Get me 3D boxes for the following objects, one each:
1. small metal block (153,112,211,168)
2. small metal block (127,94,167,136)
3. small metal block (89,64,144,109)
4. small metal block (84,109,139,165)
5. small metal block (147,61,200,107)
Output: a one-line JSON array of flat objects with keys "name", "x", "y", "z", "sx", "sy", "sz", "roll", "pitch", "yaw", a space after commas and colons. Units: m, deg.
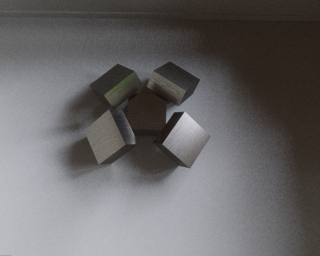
[{"name": "small metal block", "x": 0.028, "y": 0.015, "z": 0.390, "sx": 0.050, "sy": 0.025, "sz": 0.050, "roll": 42, "pitch": 72, "yaw": -22}, {"name": "small metal block", "x": -0.017, "y": -0.017, "z": 0.413, "sx": 0.050, "sy": 0.025, "sz": 0.050, "roll": 2, "pitch": 70, "yaw": 0}, {"name": "small metal block", "x": -0.059, "y": -0.057, "z": 0.414, "sx": 0.050, "sy": 0.025, "sz": 0.050, "roll": -41, "pitch": 38, "yaw": -13}, {"name": "small metal block", "x": -0.062, "y": 0.012, "z": 0.390, "sx": 0.050, "sy": 0.025, "sz": 0.050, "roll": -37, "pitch": 70, "yaw": 27}, {"name": "small metal block", "x": 0.019, "y": -0.061, "z": 0.417, "sx": 0.050, "sy": 0.025, "sz": 0.050, "roll": 33, "pitch": 36, "yaw": 11}]
